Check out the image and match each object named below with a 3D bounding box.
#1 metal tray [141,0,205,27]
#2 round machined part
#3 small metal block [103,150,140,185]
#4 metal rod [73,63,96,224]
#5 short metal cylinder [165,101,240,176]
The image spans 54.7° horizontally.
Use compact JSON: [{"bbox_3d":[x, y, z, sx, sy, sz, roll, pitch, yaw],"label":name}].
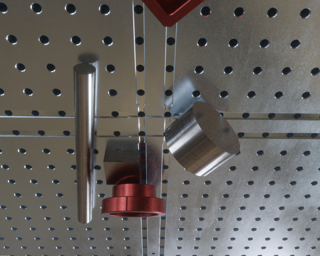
[{"bbox_3d":[0.028,-0.164,0.269,0.130,0.030,0.090,-32,124,24],"label":"metal tray"},{"bbox_3d":[-0.040,0.112,0.478,0.099,0.042,0.098,0,159,0],"label":"round machined part"},{"bbox_3d":[-0.055,0.059,0.461,0.050,0.025,0.050,0,130,-1],"label":"small metal block"},{"bbox_3d":[-0.109,0.045,0.448,0.025,0.025,0.298,6,130,-6],"label":"metal rod"},{"bbox_3d":[0.053,0.013,0.388,0.080,0.080,0.050,32,123,-25],"label":"short metal cylinder"}]
